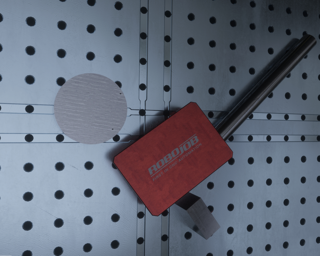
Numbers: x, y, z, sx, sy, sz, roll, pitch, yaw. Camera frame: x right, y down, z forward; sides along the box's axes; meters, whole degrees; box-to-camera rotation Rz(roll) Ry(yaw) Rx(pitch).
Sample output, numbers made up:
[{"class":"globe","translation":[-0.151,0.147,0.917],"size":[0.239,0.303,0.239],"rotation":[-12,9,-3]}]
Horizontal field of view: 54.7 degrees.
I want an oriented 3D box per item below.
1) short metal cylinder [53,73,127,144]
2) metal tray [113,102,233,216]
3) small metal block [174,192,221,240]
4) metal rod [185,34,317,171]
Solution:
[{"class":"short metal cylinder","translation":[-0.084,-0.022,0.369],"size":[0.081,0.050,0.079],"rotation":[0,90,-21]},{"class":"metal tray","translation":[0.017,0.038,0.401],"size":[0.131,0.030,0.090],"rotation":[-36,89,-12]},{"class":"small metal block","translation":[0.047,0.116,0.418],"size":[0.025,0.050,0.050],"rotation":[-37,102,-16]},{"class":"metal rod","translation":[0.139,-0.041,0.465],"size":[0.301,0.025,0.025],"rotation":[-44,104,-15]}]
